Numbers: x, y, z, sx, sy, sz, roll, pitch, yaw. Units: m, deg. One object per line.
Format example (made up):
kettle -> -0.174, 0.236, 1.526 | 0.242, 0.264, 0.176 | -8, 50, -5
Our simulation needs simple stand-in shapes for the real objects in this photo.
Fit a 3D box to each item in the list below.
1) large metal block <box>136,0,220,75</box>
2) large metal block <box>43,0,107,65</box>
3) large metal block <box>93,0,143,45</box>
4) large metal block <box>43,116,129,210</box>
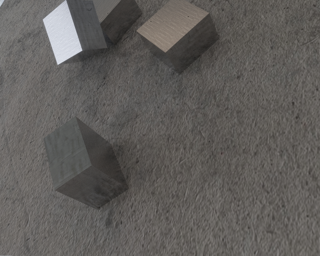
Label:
large metal block -> 0.026, -0.138, 0.459 | 0.080, 0.050, 0.080 | -43, 51, -1
large metal block -> -0.144, -0.159, 0.522 | 0.080, 0.050, 0.080 | -11, 98, 44
large metal block -> -0.093, -0.207, 0.564 | 0.080, 0.050, 0.080 | 31, 79, 38
large metal block -> -0.092, 0.045, 0.390 | 0.050, 0.080, 0.080 | -34, 51, 6
